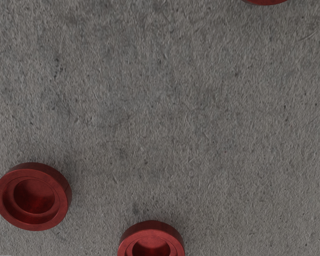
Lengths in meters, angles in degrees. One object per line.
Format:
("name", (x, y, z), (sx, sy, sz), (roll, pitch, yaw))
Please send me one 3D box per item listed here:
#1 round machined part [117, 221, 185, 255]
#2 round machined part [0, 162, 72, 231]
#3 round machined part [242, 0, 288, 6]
("round machined part", (-0.013, 0.180, 0.467), (0.099, 0.042, 0.097), (0, 110, 0))
("round machined part", (-0.172, 0.091, 0.433), (0.099, 0.042, 0.097), (0, 110, 0))
("round machined part", (0.114, -0.184, 0.334), (0.099, 0.042, 0.097), (0, 110, 0))
